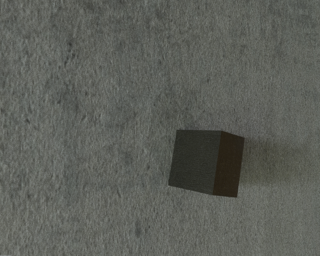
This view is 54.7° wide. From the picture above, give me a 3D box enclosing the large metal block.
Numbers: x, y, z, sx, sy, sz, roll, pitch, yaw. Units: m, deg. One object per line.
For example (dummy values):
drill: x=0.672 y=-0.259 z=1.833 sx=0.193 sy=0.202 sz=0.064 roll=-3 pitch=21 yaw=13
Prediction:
large metal block: x=0.062 y=0.047 z=0.424 sx=0.050 sy=0.080 sz=0.080 roll=16 pitch=80 yaw=-39
